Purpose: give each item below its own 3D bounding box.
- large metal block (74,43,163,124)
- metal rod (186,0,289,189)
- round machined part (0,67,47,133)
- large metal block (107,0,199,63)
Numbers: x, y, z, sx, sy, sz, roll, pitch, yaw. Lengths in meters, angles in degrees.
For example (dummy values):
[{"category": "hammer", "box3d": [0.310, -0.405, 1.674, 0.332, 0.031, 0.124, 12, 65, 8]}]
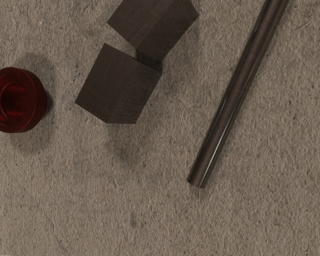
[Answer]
[{"category": "large metal block", "box3d": [-0.050, -0.052, 0.396, 0.050, 0.080, 0.080, 32, 100, 17]}, {"category": "metal rod", "box3d": [0.102, -0.066, 0.372, 0.025, 0.025, 0.298, 25, 98, 18]}, {"category": "round machined part", "box3d": [-0.214, -0.041, 0.473, 0.098, 0.042, 0.097, 0, 90, 19]}, {"category": "large metal block", "box3d": [-0.005, -0.135, 0.381, 0.050, 0.080, 0.080, 44, 104, 14]}]
